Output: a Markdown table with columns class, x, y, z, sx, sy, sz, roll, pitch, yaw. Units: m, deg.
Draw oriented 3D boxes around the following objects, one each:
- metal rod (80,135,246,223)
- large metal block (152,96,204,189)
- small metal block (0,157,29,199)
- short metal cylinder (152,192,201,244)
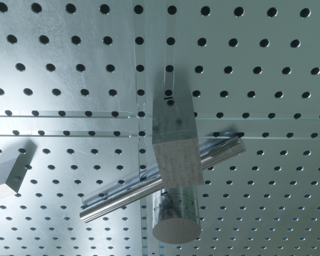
| class | x | y | z | sx | sy | sz | roll | pitch | yaw |
| --- | --- | --- | --- | --- | --- | --- | --- | --- | --- |
| metal rod | -0.008 | 0.087 | 0.485 | 0.300 | 0.025 | 0.025 | -28 | 125 | 21 |
| large metal block | 0.023 | 0.018 | 0.391 | 0.050 | 0.080 | 0.080 | -8 | 130 | 6 |
| small metal block | -0.230 | 0.076 | 0.457 | 0.050 | 0.050 | 0.025 | -19 | 128 | 15 |
| short metal cylinder | 0.028 | 0.154 | 0.527 | 0.081 | 0.050 | 0.079 | -1 | 130 | 0 |
